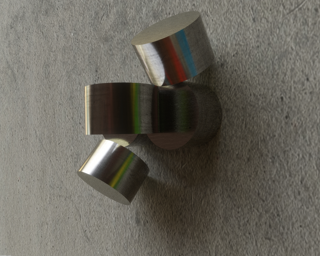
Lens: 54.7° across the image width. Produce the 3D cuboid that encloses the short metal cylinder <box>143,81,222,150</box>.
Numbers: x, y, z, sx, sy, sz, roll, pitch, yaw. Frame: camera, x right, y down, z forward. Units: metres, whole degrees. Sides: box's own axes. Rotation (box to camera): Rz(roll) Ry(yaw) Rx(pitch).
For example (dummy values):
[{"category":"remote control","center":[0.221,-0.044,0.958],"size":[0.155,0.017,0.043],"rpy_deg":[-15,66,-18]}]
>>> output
[{"category":"short metal cylinder","center":[0.026,-0.016,0.367],"size":[0.080,0.050,0.079],"rpy_deg":[0,90,39]}]

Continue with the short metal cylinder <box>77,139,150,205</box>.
[{"category":"short metal cylinder","center":[-0.061,0.059,0.410],"size":[0.080,0.080,0.050],"rpy_deg":[10,57,39]}]

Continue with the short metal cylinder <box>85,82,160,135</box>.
[{"category":"short metal cylinder","center":[-0.040,-0.018,0.337],"size":[0.080,0.081,0.050],"rpy_deg":[-2,89,39]}]

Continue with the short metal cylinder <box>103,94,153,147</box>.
[{"category":"short metal cylinder","center":[-0.037,-0.015,0.417],"size":[0.080,0.050,0.079],"rpy_deg":[0,90,39]}]

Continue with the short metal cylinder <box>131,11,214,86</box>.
[{"category":"short metal cylinder","center":[0.015,-0.090,0.348],"size":[0.080,0.080,0.050],"rpy_deg":[1,129,39]}]
